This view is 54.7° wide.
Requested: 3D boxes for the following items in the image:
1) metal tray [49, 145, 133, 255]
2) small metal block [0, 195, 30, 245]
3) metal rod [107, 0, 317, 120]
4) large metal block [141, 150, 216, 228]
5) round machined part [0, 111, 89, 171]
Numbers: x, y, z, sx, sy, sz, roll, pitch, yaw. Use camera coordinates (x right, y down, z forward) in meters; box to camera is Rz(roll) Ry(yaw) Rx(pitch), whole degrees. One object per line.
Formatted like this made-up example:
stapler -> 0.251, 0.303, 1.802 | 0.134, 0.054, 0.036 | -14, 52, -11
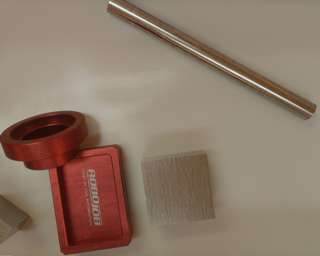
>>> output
metal tray -> -0.090, 0.092, 0.407 | 0.091, 0.030, 0.129 | -8, 90, -1
small metal block -> -0.205, 0.115, 0.396 | 0.050, 0.050, 0.025 | 36, 90, -1
metal rod -> 0.068, -0.093, 0.412 | 0.301, 0.025, 0.025 | 28, 90, -1
large metal block -> 0.022, 0.075, 0.399 | 0.081, 0.050, 0.080 | -8, 90, -1
round machined part -> -0.136, 0.016, 0.378 | 0.099, 0.098, 0.042 | -8, 114, -1
